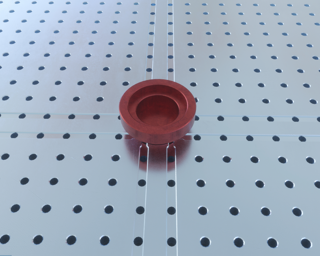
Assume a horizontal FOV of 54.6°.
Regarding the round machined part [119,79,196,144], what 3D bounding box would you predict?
[{"bbox_3d":[-0.003,-0.017,0.410,0.099,0.042,0.098,0,50,0],"label":"round machined part"}]
